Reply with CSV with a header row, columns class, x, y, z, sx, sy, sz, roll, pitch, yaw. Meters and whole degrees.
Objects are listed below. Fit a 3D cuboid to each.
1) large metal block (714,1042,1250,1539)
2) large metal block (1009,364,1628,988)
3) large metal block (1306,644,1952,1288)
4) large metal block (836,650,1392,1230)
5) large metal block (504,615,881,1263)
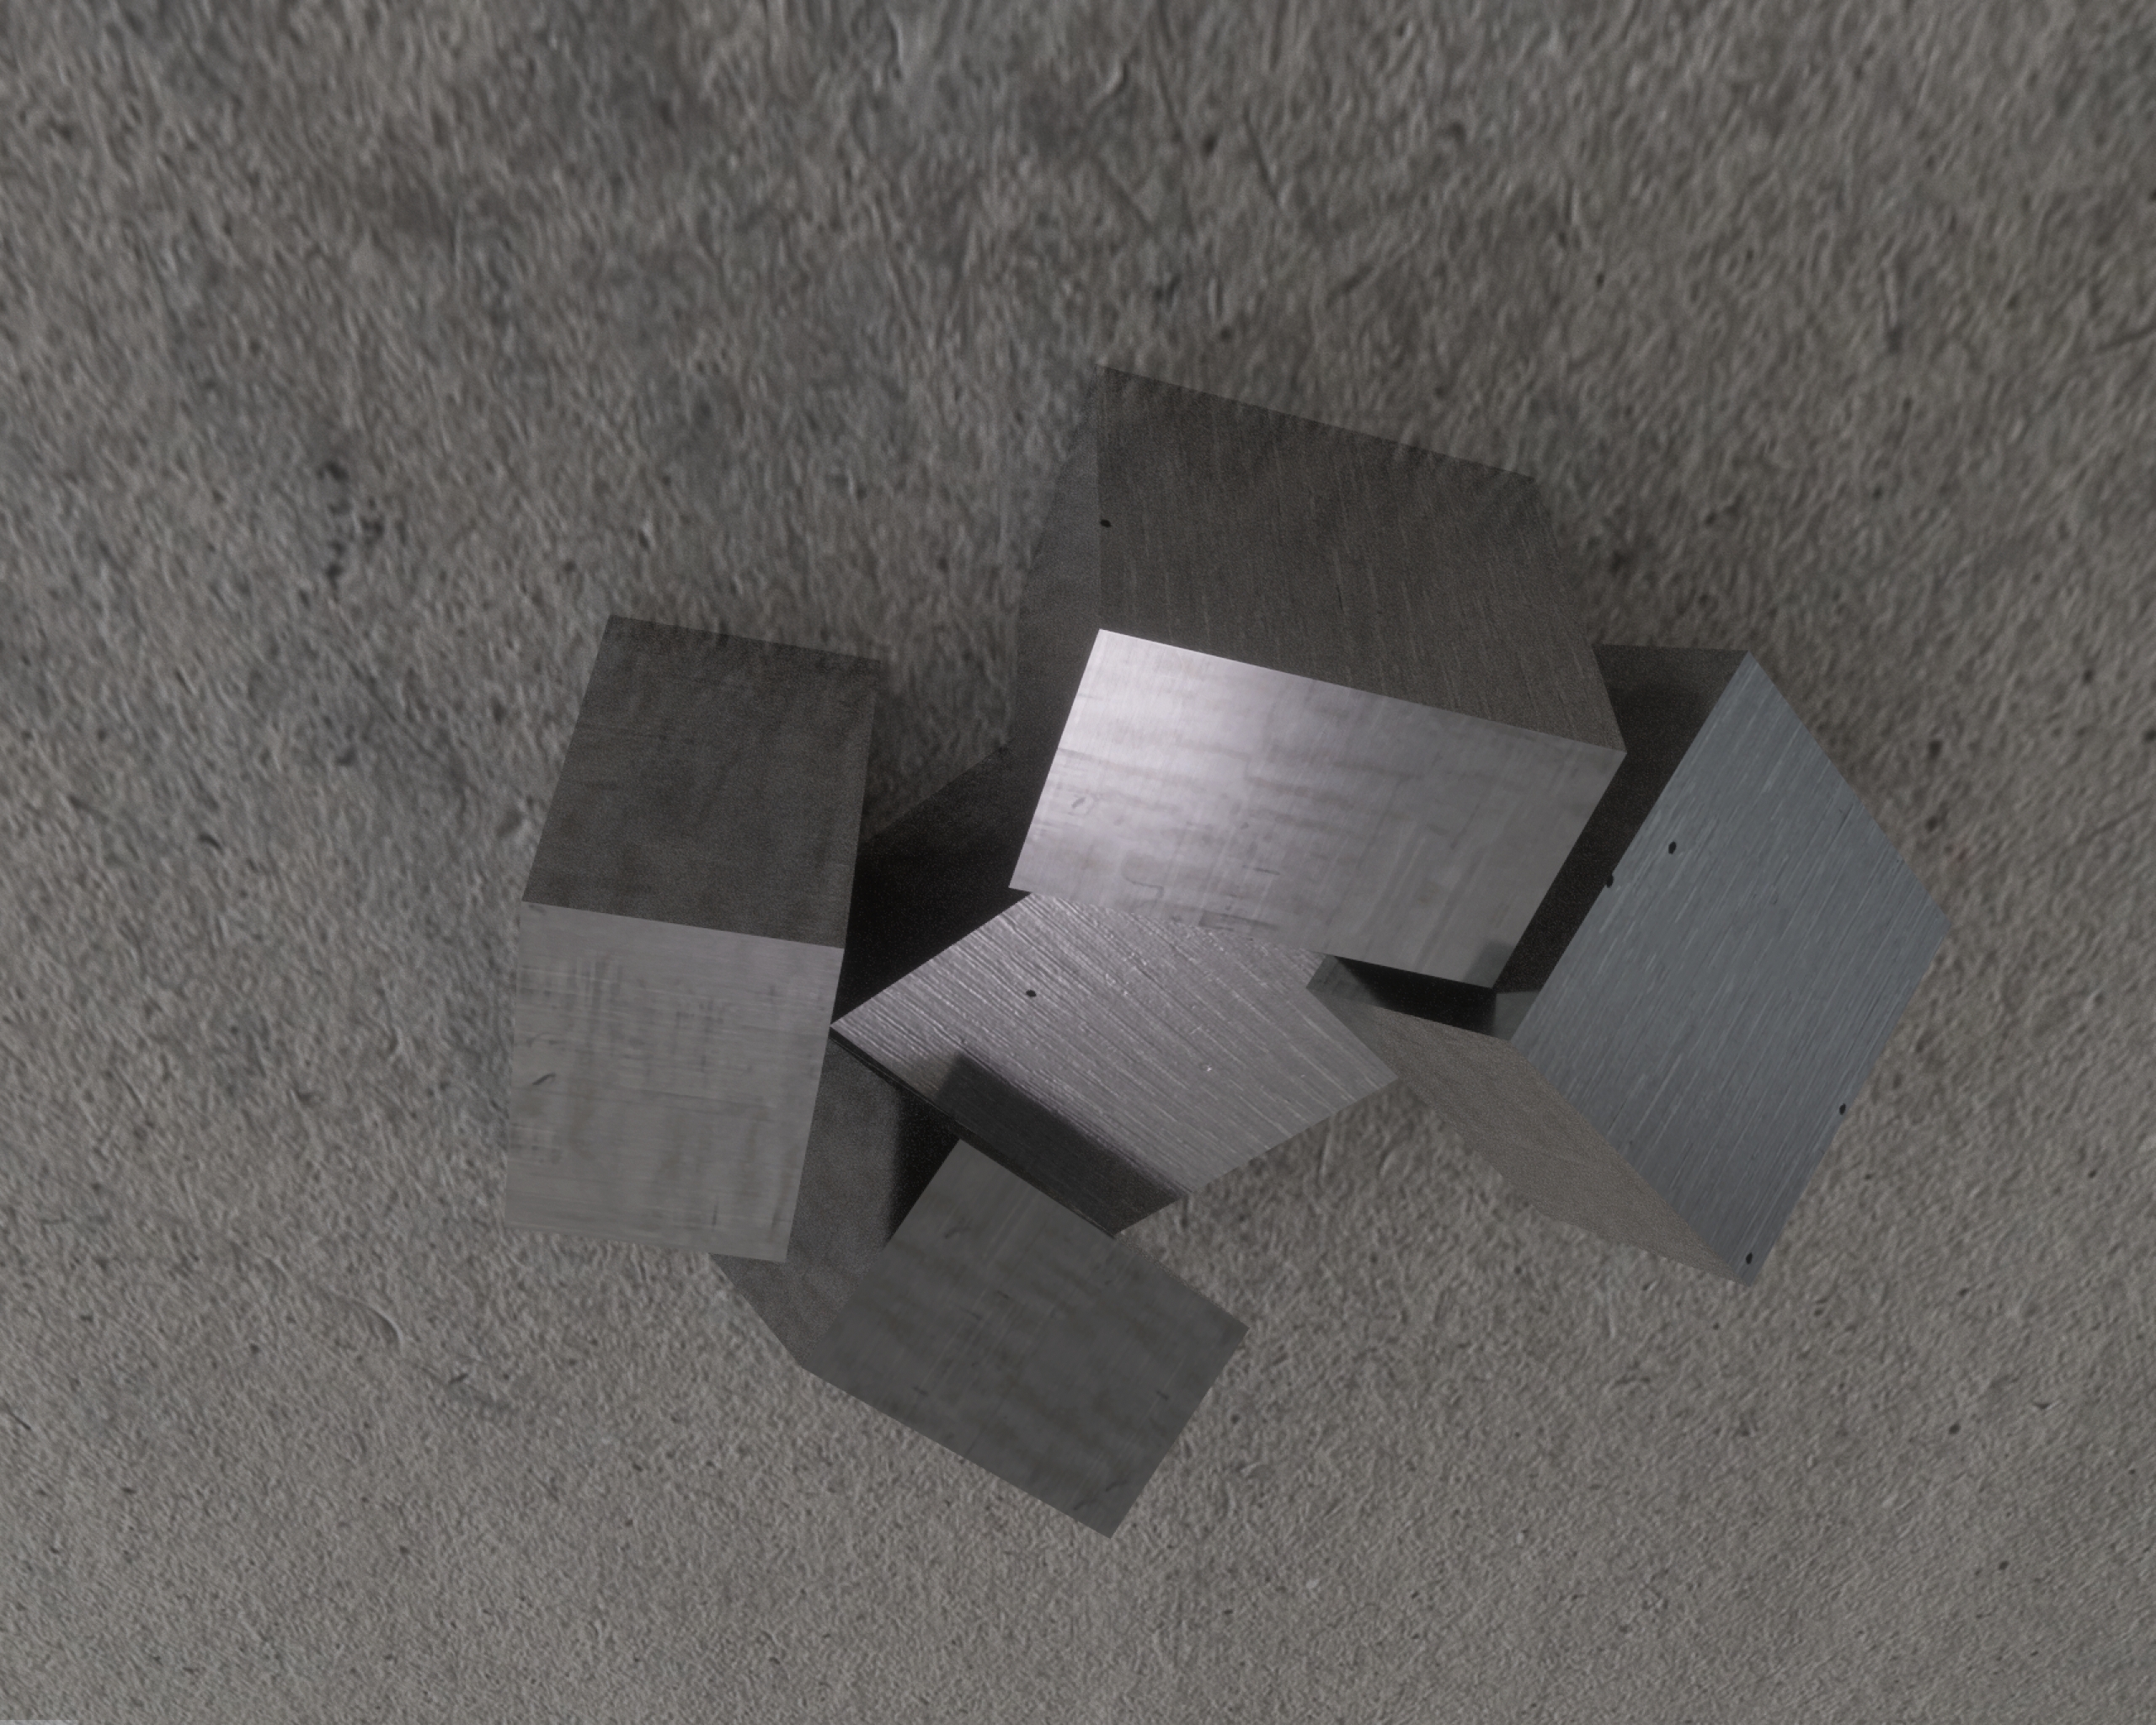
class,x,y,z,sx,sy,sz,roll,pitch,yaw
large metal block,-0.025,0.085,0.434,0.080,0.080,0.050,38,83,-28
large metal block,0.035,-0.032,0.344,0.081,0.080,0.050,12,129,-10
large metal block,0.102,0.017,0.379,0.080,0.050,0.080,43,73,-30
large metal block,0.011,0.017,0.405,0.080,0.050,0.080,-34,123,25
large metal block,-0.070,0.014,0.382,0.050,0.080,0.079,9,130,-8
